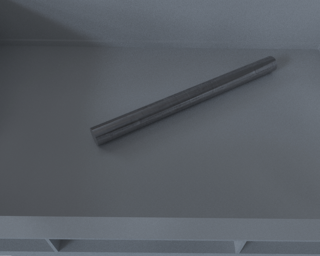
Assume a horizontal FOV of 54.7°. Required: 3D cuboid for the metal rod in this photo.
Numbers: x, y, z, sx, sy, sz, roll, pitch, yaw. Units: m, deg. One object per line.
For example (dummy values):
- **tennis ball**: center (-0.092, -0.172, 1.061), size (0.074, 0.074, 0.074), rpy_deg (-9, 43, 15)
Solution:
- **metal rod**: center (0.047, -0.046, 0.443), size (0.302, 0.025, 0.025), rpy_deg (-24, 54, -19)
